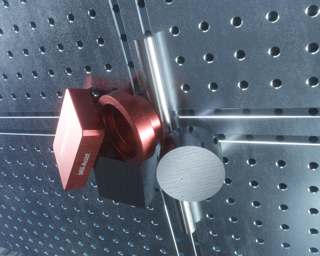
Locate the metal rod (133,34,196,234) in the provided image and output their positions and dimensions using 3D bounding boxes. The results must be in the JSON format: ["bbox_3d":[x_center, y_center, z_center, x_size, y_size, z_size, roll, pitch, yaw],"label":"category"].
[{"bbox_3d":[0.013,0.026,0.421,0.025,0.025,0.298,1,119,28],"label":"metal rod"}]

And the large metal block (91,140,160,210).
[{"bbox_3d":[-0.049,0.065,0.461,0.080,0.050,0.079,10,123,23],"label":"large metal block"}]

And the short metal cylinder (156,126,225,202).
[{"bbox_3d":[0.038,0.044,0.385,0.080,0.050,0.079,2,117,4],"label":"short metal cylinder"}]

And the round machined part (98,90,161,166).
[{"bbox_3d":[-0.036,-0.004,0.400,0.098,0.042,0.097,36,142,36],"label":"round machined part"}]

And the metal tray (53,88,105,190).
[{"bbox_3d":[-0.123,0.018,0.452,0.090,0.030,0.129,61,139,35],"label":"metal tray"}]
